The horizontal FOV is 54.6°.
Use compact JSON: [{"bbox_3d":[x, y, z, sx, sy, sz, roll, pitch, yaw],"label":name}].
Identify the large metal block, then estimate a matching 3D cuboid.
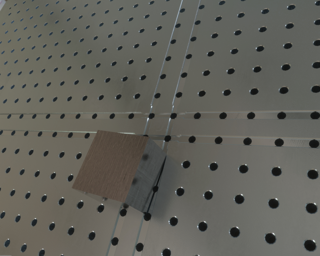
[{"bbox_3d":[-0.049,0.053,0.386,0.080,0.050,0.080,7,65,31],"label":"large metal block"}]
